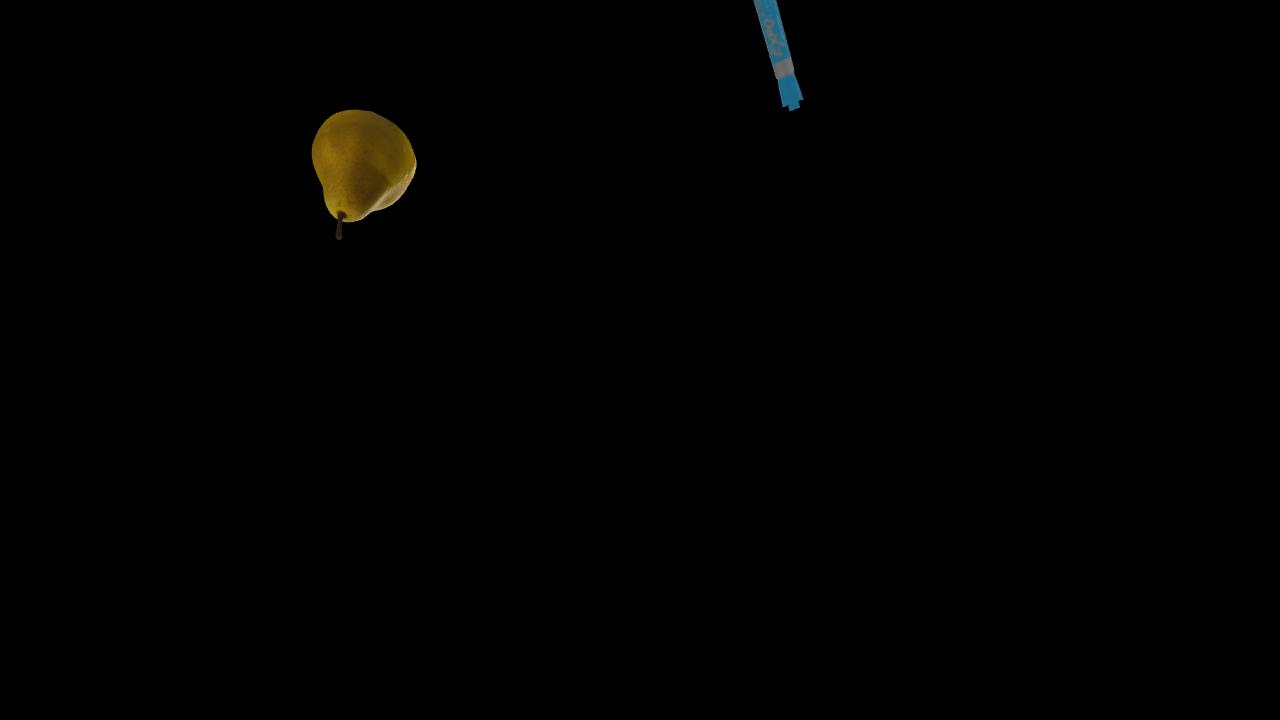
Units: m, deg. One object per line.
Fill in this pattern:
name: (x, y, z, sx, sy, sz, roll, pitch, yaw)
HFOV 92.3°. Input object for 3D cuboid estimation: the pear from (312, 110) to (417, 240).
pear: (-0.217, -0.140, 0.469, 0.080, 0.080, 0.111, 0, 44, -5)

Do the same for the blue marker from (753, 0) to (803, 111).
blue marker: (0.118, -0.280, 0.537, 0.020, 0.121, 0.020, -19, 15, 5)
